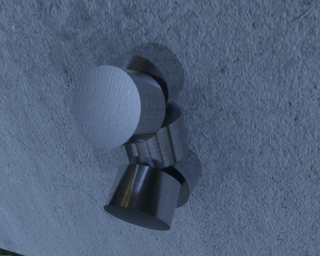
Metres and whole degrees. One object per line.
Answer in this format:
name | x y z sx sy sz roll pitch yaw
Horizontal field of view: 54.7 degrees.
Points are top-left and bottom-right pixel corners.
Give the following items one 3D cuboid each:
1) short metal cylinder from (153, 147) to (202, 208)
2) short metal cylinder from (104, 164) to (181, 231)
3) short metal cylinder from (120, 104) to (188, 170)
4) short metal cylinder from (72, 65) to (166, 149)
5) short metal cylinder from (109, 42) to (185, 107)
short metal cylinder | 0.012 0.063 0.425 0.080 0.050 0.079 13 124 21
short metal cylinder | -0.020 0.084 0.369 0.080 0.050 0.080 14 151 8
short metal cylinder | -0.009 0.009 0.384 0.080 0.080 0.050 2 119 27
short metal cylinder | -0.041 -0.021 0.317 0.080 0.050 0.079 2 94 27
short metal cylinder | -0.017 -0.056 0.367 0.080 0.050 0.079 13 124 21
